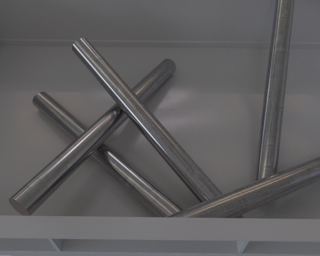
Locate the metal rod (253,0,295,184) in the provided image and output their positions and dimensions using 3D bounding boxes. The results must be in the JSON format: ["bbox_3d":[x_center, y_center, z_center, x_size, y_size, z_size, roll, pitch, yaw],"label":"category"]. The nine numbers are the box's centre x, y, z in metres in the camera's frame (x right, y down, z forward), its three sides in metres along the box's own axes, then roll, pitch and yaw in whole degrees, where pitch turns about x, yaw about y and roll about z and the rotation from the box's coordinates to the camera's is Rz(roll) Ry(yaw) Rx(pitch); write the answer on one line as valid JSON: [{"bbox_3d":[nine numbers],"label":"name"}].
[{"bbox_3d":[0.150,-0.069,0.399,0.025,0.025,0.299,11,71,8],"label":"metal rod"}]

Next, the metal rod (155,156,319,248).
[{"bbox_3d":[0.135,0.057,0.331,0.302,0.025,0.025,-15,51,-23],"label":"metal rod"}]

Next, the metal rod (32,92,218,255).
[{"bbox_3d":[-0.059,0.039,0.371,0.300,0.025,0.025,36,59,26],"label":"metal rod"}]

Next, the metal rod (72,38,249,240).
[{"bbox_3d":[-0.012,-0.001,0.363,0.025,0.025,0.300,-33,70,-24],"label":"metal rod"}]

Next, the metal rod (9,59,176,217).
[{"bbox_3d":[-0.058,-0.012,0.387,0.025,0.025,0.301,23,45,18],"label":"metal rod"}]
